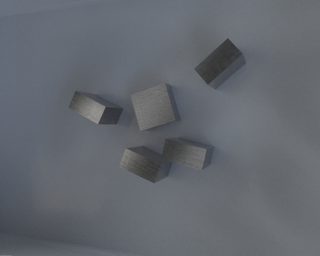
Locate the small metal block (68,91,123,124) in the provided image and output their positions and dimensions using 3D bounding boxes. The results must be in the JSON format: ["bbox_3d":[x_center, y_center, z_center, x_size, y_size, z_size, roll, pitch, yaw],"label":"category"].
[{"bbox_3d":[-0.087,-0.027,0.427,0.050,0.050,0.025,28,99,17],"label":"small metal block"}]

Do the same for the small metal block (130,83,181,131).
[{"bbox_3d":[-0.005,-0.027,0.412,0.050,0.025,0.050,-17,84,18],"label":"small metal block"}]

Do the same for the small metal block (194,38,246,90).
[{"bbox_3d":[0.073,-0.075,0.371,0.050,0.050,0.025,-41,77,15],"label":"small metal block"}]

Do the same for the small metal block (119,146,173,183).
[{"bbox_3d":[-0.016,0.046,0.402,0.050,0.050,0.025,22,98,18],"label":"small metal block"}]

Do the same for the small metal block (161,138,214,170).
[{"bbox_3d":[0.036,0.030,0.384,0.050,0.050,0.025,14,95,19],"label":"small metal block"}]
